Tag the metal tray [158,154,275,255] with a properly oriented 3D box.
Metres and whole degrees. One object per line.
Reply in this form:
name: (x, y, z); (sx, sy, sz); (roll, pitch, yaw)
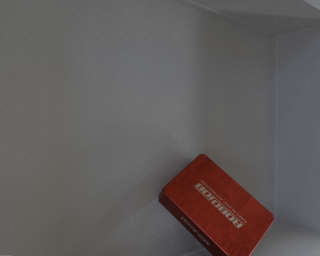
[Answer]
metal tray: (0.074, 0.107, 0.413); (0.130, 0.030, 0.091); (42, 54, 16)
